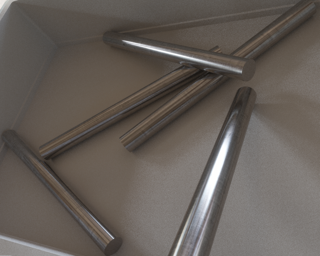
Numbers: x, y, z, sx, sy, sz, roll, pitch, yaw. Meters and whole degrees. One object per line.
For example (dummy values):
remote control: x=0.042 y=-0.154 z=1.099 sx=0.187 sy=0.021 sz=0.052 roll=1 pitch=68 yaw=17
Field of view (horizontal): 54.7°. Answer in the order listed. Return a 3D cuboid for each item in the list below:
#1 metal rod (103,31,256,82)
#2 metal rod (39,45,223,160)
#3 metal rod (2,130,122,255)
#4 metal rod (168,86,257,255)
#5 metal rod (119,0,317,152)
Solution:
metal rod: x=0.004 y=-0.112 z=0.447 sx=0.300 sy=0.025 sz=0.025 roll=27 pitch=76 yaw=45
metal rod: x=-0.046 y=-0.032 z=0.449 sx=0.300 sy=0.025 sz=0.025 roll=-28 pitch=52 yaw=10
metal rod: x=-0.156 y=0.074 z=0.441 sx=0.300 sy=0.025 sz=0.025 roll=30 pitch=79 yaw=37
metal rod: x=0.049 y=0.041 z=0.264 sx=0.025 sy=0.025 sz=0.301 roll=-2 pitch=32 yaw=27
metal rod: x=0.073 y=-0.067 z=0.408 sx=0.300 sy=0.025 sz=0.025 roll=-37 pitch=51 yaw=3
